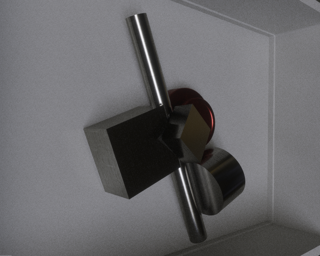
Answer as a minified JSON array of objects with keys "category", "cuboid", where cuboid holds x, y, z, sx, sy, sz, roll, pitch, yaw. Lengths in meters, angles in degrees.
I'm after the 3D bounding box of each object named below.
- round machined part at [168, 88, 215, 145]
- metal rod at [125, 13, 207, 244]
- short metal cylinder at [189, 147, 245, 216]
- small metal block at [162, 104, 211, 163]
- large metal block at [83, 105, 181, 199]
[{"category":"round machined part","cuboid":[0.038,-0.007,0.427,0.099,0.042,0.097,0,90,-40]},{"category":"metal rod","cuboid":[0.013,0.011,0.390,0.025,0.025,0.298,-26,107,-37]},{"category":"short metal cylinder","cuboid":[0.069,0.073,0.430,0.050,0.080,0.080,-26,107,-37]},{"category":"small metal block","cuboid":[0.033,0.007,0.372,0.050,0.025,0.050,50,49,-37]},{"category":"large metal block","cuboid":[-0.030,0.024,0.361,0.081,0.050,0.080,-26,107,-37]}]
